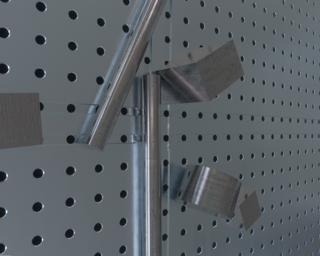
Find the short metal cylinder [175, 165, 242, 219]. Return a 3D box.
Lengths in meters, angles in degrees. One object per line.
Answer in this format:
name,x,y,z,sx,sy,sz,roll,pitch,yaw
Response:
short metal cylinder,0.067,0.089,0.431,0.080,0.080,0.050,33,70,-35

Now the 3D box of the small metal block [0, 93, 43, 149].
small metal block,-0.142,-0.007,0.291,0.050,0.025,0.050,-6,94,-40

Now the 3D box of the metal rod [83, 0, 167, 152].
metal rod,-0.025,-0.113,0.388,0.025,0.025,0.299,32,70,-36

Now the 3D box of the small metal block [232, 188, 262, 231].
small metal block,0.145,0.139,0.532,0.050,0.025,0.050,-29,108,-36

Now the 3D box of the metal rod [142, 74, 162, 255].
metal rod,-0.011,0.082,0.400,0.025,0.025,0.298,-1,91,-40

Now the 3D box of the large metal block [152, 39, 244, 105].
large metal block,0.052,-0.074,0.417,0.080,0.080,0.050,-37,113,-34
